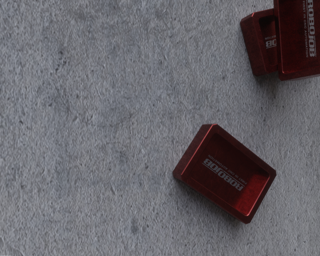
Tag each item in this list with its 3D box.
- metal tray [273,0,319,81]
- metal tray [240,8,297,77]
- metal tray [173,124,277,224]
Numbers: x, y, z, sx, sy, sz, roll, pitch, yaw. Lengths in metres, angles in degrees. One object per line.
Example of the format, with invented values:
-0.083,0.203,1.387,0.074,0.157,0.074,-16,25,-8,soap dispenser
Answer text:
0.198,-0.133,0.414,0.030,0.090,0.129,-5,92,-20,metal tray
0.195,-0.139,0.477,0.131,0.030,0.090,-18,96,-19,metal tray
0.094,0.065,0.440,0.130,0.030,0.090,37,78,-17,metal tray
